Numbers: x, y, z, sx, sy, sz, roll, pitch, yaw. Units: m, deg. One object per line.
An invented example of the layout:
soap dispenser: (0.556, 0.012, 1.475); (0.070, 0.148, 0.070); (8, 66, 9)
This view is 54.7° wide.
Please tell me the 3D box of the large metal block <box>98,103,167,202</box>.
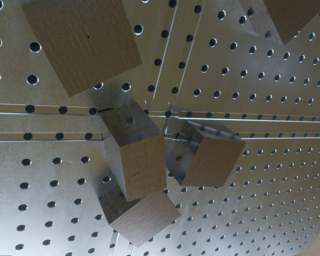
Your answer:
large metal block: (-0.033, 0.027, 0.375); (0.050, 0.080, 0.079); (-17, 125, -19)

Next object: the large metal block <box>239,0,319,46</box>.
large metal block: (0.150, -0.163, 0.379); (0.080, 0.050, 0.080); (-45, 130, 3)

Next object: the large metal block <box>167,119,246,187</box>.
large metal block: (0.066, 0.039, 0.458); (0.081, 0.050, 0.079); (8, 114, -32)

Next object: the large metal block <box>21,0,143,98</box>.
large metal block: (-0.073, -0.089, 0.301); (0.080, 0.050, 0.080); (-28, 128, -11)

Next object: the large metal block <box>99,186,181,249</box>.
large metal block: (-0.028, 0.117, 0.454); (0.080, 0.050, 0.080); (-37, 130, -4)
